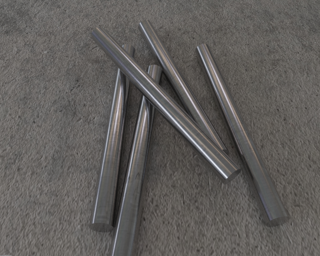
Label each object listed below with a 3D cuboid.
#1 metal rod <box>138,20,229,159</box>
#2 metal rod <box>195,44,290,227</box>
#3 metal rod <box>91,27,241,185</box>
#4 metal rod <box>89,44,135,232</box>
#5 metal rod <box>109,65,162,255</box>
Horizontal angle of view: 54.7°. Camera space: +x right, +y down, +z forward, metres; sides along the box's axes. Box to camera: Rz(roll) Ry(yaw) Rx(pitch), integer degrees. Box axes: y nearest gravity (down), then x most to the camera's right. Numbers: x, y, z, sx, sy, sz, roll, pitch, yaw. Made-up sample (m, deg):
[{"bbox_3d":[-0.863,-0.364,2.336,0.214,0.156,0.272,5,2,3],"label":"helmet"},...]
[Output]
[{"bbox_3d":[0.023,-0.074,0.465,0.025,0.025,0.300,-15,52,-12],"label":"metal rod"},{"bbox_3d":[0.096,-0.016,0.416,0.025,0.025,0.300,-8,50,-6],"label":"metal rod"},{"bbox_3d":[-0.008,-0.046,0.408,0.025,0.025,0.300,-29,59,-22],"label":"metal rod"},{"bbox_3d":[-0.056,-0.013,0.413,0.025,0.025,0.300,1,50,1],"label":"metal rod"},{"bbox_3d":[-0.024,0.027,0.380,0.025,0.025,0.300,5,50,4],"label":"metal rod"}]
